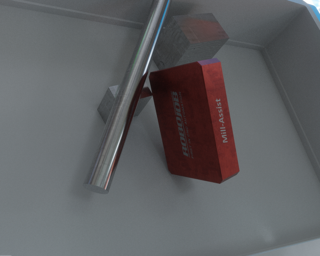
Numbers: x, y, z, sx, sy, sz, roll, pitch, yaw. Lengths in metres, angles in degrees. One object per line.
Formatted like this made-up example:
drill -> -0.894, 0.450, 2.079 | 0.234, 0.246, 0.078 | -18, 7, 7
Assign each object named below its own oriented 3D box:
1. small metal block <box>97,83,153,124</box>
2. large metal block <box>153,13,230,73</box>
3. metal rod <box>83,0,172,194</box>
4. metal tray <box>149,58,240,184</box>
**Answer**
small metal block -> -0.044, -0.032, 0.387 | 0.050, 0.050, 0.025 | -20, 73, -36
large metal block -> 0.043, -0.125, 0.472 | 0.081, 0.080, 0.050 | -20, 73, -36
metal rod -> -0.026, -0.069, 0.364 | 0.025, 0.025, 0.300 | 24, 60, -15
metal tray -> 0.037, -0.007, 0.356 | 0.030, 0.090, 0.129 | -18, 101, -35
